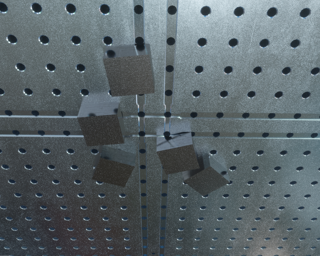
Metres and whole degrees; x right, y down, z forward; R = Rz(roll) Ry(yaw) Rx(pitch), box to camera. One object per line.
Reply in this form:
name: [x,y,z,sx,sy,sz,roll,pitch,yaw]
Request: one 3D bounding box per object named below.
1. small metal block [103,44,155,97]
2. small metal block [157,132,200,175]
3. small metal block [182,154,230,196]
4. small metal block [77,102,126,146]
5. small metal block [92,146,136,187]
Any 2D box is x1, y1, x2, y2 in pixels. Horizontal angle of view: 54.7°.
small metal block: [-0.034,-0.065,0.356,0.050,0.025,0.050,-5,130,3]
small metal block: [0.026,0.037,0.444,0.050,0.025,0.050,-13,129,10]
small metal block: [0.070,0.073,0.475,0.050,0.025,0.050,-35,123,25]
small metal block: [-0.075,-0.004,0.407,0.050,0.025,0.050,-5,130,3]
small metal block: [-0.069,0.058,0.460,0.050,0.025,0.050,17,128,-14]
